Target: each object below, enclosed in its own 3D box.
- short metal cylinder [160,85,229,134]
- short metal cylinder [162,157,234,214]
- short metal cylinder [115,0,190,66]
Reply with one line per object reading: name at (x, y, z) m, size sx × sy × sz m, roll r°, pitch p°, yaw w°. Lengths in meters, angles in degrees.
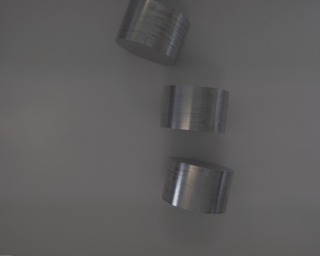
short metal cylinder at (0.043, -0.022, 0.384) m, size 0.080 × 0.080 × 0.050 m, roll 6°, pitch 90°, yaw 0°
short metal cylinder at (0.047, 0.069, 0.384) m, size 0.080 × 0.080 × 0.050 m, roll 11°, pitch 90°, yaw 0°
short metal cylinder at (-0.009, -0.116, 0.384) m, size 0.080 × 0.080 × 0.050 m, roll 20°, pitch 90°, yaw 0°
